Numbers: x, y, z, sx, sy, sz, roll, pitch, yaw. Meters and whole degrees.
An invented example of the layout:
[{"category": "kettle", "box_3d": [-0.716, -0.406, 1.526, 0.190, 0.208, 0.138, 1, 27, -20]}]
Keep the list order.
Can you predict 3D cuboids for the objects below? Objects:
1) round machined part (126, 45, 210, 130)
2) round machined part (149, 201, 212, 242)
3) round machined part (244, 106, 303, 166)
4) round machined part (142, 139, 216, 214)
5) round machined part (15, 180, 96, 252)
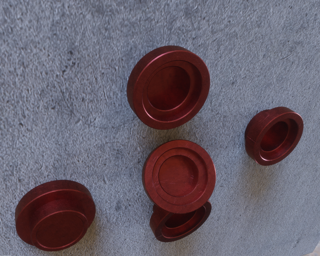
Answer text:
[{"category": "round machined part", "box_3d": [0.007, -0.050, 0.368, 0.099, 0.042, 0.097, -14, 124, -21]}, {"category": "round machined part", "box_3d": [0.028, 0.130, 0.485, 0.099, 0.042, 0.097, -18, 134, -19]}, {"category": "round machined part", "box_3d": [0.177, 0.009, 0.498, 0.099, 0.042, 0.097, -14, 124, -21]}, {"category": "round machined part", "box_3d": [0.024, 0.066, 0.429, 0.099, 0.042, 0.097, 2, 82, -12]}, {"category": "round machined part", "box_3d": [-0.131, 0.118, 0.397, 0.099, 0.042, 0.097, -14, 124, -21]}]
